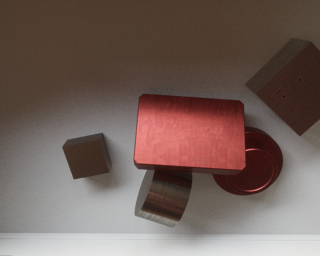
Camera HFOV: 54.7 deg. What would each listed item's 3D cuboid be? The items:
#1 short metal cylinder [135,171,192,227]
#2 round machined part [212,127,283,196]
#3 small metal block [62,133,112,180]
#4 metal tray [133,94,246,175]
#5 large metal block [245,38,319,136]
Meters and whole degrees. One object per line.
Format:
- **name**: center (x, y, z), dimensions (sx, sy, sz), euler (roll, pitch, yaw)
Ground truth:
- **short metal cylinder**: center (0.004, 0.086, 0.414), dimensions (0.050, 0.080, 0.079), euler (20, 109, -8)
- **round machined part**: center (0.119, 0.051, 0.423), dimensions (0.099, 0.042, 0.097), euler (0, 110, -1)
- **small metal block**: center (-0.098, 0.038, 0.424), dimensions (0.050, 0.025, 0.050), euler (-12, 110, 3)
- **metal tray**: center (0.037, 0.008, 0.384), dimensions (0.131, 0.030, 0.090), euler (4, 70, -1)
- **large metal block**: center (0.168, -0.051, 0.382), dimensions (0.080, 0.050, 0.080), euler (41, 105, -14)
